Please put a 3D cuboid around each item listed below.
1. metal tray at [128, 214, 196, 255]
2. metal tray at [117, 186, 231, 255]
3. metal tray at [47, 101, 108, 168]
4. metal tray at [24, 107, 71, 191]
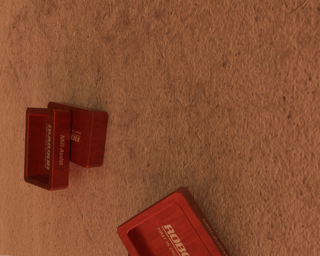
[{"bbox_3d":[0.001,0.186,0.401,0.090,0.030,0.129,1,91,40],"label":"metal tray"},{"bbox_3d":[0.023,0.143,0.345,0.090,0.030,0.130,-35,81,13],"label":"metal tray"},{"bbox_3d":[-0.145,0.008,0.522,0.130,0.030,0.089,13,98,39],"label":"metal tray"},{"bbox_3d":[-0.190,0.032,0.518,0.090,0.030,0.129,5,93,40],"label":"metal tray"}]
